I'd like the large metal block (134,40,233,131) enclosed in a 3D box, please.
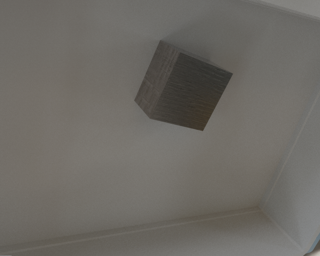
[{"bbox_3d":[0.027,-0.049,0.376,0.081,0.050,0.080,13,112,-34],"label":"large metal block"}]
